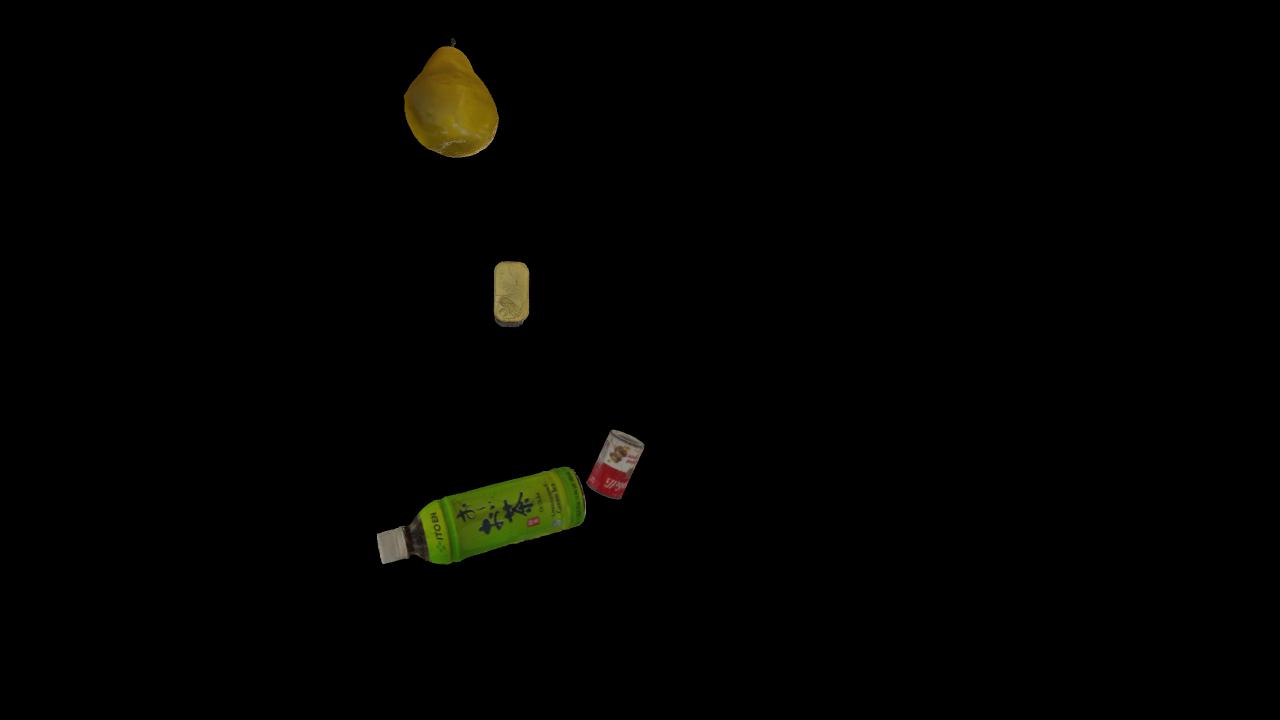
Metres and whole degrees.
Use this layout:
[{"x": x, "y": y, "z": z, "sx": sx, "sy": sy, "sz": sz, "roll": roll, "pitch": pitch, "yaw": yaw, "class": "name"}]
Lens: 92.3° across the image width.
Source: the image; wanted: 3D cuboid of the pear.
[{"x": -0.164, "y": -0.237, "z": 0.534, "sx": 0.080, "sy": 0.111, "sz": 0.080, "roll": -7, "pitch": -4, "yaw": 0, "class": "pear"}]

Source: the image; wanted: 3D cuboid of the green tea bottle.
[{"x": -0.166, "y": 0.170, "z": 0.657, "sx": 0.212, "sy": 0.073, "sz": 0.073, "roll": -10, "pitch": 4, "yaw": -25, "class": "green tea bottle"}]

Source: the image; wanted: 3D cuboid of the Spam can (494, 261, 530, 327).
[{"x": -0.221, "y": -0.109, "z": 1.050, "sx": 0.058, "sy": 0.101, "sz": 0.085, "roll": 1, "pitch": -4, "yaw": -14, "class": "Spam can"}]

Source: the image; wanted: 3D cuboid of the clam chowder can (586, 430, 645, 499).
[{"x": -0.042, "y": 0.180, "z": 1.064, "sx": 0.068, "sy": 0.102, "sz": 0.068, "roll": 24, "pitch": 2, "yaw": -1, "class": "clam chowder can"}]
